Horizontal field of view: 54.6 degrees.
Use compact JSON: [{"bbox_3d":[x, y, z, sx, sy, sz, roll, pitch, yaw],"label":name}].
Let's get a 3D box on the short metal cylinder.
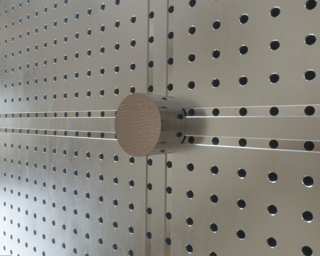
[{"bbox_3d":[-0.013,-0.004,0.405,0.080,0.050,0.080,0,90,40],"label":"short metal cylinder"}]
